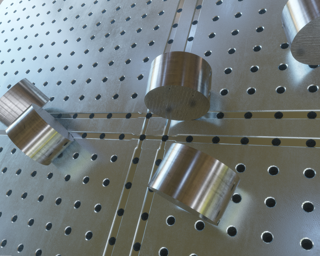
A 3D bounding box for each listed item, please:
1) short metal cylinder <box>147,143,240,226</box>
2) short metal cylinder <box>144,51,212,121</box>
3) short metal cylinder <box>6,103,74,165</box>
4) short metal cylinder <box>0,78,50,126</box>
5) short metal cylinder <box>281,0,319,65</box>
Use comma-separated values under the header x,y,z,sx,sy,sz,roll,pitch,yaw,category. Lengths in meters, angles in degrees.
x,y,z,sx,sy,sz,roll,pitch,yaw,category
0.034,0.058,0.319,0.080,0.080,0.050,20,73,35,short metal cylinder
0.024,-0.050,0.390,0.080,0.080,0.050,-6,59,25,short metal cylinder
-0.176,0.009,0.457,0.050,0.080,0.080,-46,51,-4,short metal cylinder
-0.229,-0.036,0.508,0.080,0.050,0.080,-41,17,15,short metal cylinder
0.184,-0.117,0.348,0.080,0.080,0.050,-14,56,20,short metal cylinder
